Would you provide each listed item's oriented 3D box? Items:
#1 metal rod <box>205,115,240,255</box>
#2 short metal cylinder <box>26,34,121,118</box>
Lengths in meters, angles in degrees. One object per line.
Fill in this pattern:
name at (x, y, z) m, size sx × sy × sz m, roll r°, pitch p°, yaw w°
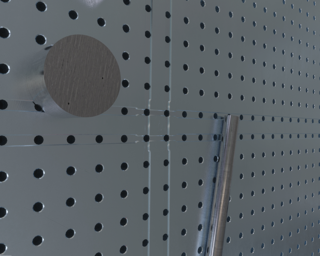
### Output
metal rod at (0.094, 0.128, 0.488) m, size 0.025 × 0.025 × 0.299 m, roll 15°, pitch 80°, yaw -39°
short metal cylinder at (-0.088, -0.050, 0.319) m, size 0.081 × 0.050 × 0.079 m, roll 0°, pitch 90°, yaw -40°
